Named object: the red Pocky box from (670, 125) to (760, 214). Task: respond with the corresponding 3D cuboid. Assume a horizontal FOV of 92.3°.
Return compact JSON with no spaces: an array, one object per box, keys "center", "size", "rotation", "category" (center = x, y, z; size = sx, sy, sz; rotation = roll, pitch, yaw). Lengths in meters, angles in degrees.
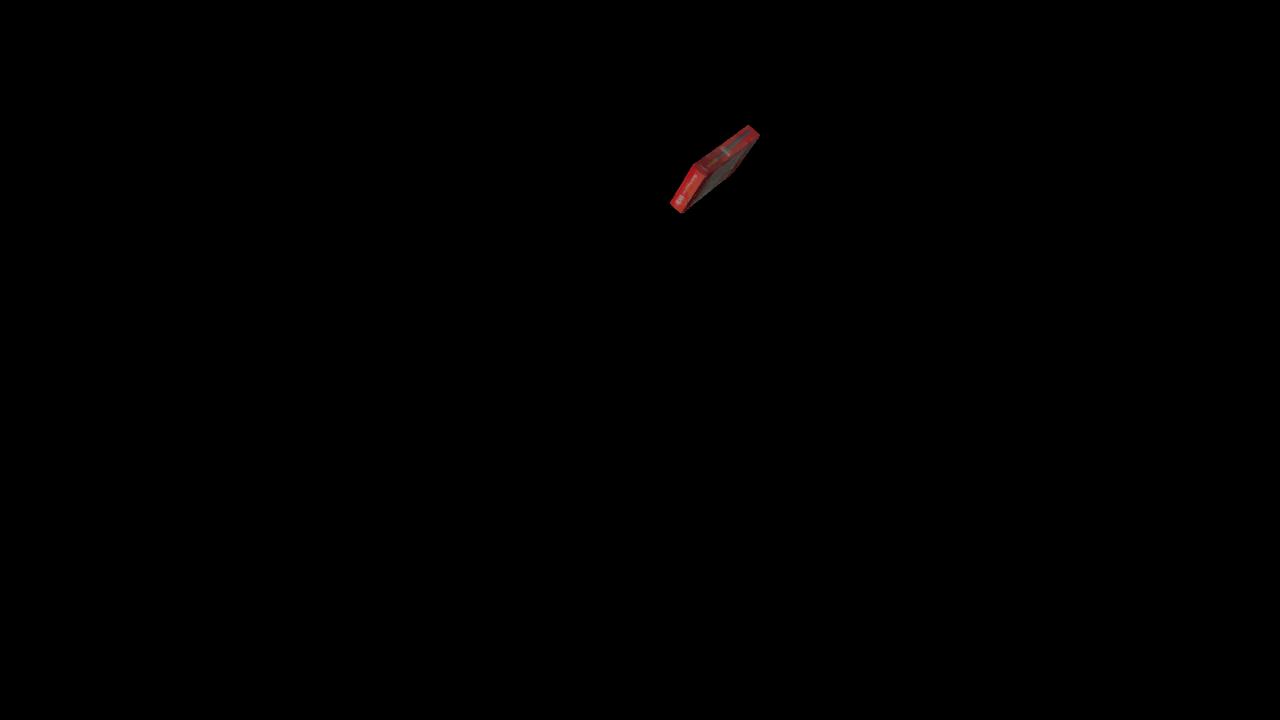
[{"center":[0.109,-0.278,0.892],"size":[0.155,0.028,0.083],"rotation":[-44,-2,-35],"category":"red Pocky box"}]
